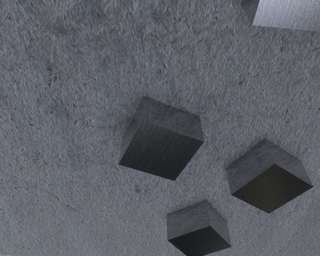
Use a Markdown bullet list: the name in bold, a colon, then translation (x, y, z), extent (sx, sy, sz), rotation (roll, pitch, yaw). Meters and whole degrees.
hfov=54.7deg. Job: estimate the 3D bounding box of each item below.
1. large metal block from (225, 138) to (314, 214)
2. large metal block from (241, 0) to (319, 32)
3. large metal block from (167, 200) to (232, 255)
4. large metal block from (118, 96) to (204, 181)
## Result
- **large metal block**: translation (0.157, 0.072, 0.454), extent (0.080, 0.050, 0.080), rotation (29, 124, -23)
- **large metal block**: translation (0.127, -0.136, 0.276), extent (0.081, 0.050, 0.079), rotation (4, 130, -4)
- **large metal block**: translation (0.068, 0.180, 0.545), extent (0.080, 0.050, 0.080), rotation (-27, 126, 20)
- **large metal block**: translation (0.000, 0.016, 0.404), extent (0.081, 0.050, 0.079), rotation (19, 128, -16)
